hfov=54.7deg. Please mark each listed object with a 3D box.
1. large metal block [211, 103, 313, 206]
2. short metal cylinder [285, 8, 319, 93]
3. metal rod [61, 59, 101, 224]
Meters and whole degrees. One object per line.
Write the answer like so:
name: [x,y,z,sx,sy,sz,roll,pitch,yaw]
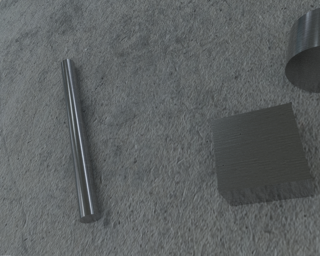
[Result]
large metal block: [0.102,0.029,0.316,0.080,0.050,0.080,-13,56,20]
short metal cylinder: [0.177,-0.079,0.325,0.080,0.080,0.050,2,63,29]
metal rod: [-0.126,-0.002,0.468,0.025,0.025,0.299,-28,52,10]
